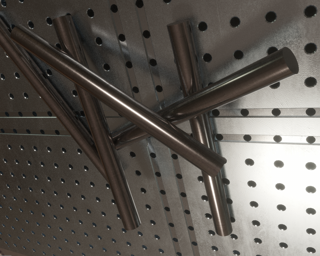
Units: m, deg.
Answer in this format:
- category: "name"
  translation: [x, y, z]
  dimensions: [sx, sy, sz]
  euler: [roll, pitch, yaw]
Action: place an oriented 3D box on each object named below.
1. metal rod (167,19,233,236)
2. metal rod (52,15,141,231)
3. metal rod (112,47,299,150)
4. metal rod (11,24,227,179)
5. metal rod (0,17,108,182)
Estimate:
- category: "metal rod"
  translation: [0.056, 0.018, 0.391]
  dimensions: [0.025, 0.025, 0.298]
  euler: [-2, 118, 29]
- category: "metal rod"
  translation: [-0.082, 0.002, 0.420]
  dimensions: [0.025, 0.025, 0.298]
  euler: [-9, 104, 32]
- category: "metal rod"
  translation: [0.013, -0.014, 0.365]
  dimensions: [0.299, 0.025, 0.025]
  euler: [-24, 106, 45]
- category: "metal rod"
  translation: [-0.057, -0.038, 0.362]
  dimensions: [0.300, 0.025, 0.025]
  euler: [34, 129, 12]
- category: "metal rod"
  translation: [-0.157, -0.038, 0.468]
  dimensions: [0.025, 0.025, 0.299]
  euler: [-27, 104, 37]
